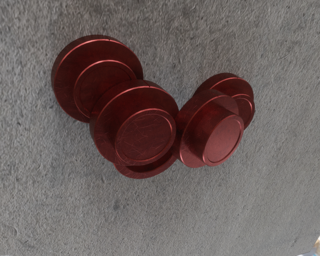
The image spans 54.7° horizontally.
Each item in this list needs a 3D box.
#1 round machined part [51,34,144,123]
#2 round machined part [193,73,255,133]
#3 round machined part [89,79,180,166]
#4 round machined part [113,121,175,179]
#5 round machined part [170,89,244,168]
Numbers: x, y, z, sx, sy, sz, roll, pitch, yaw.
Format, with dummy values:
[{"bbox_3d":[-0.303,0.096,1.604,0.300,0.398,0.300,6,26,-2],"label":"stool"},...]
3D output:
[{"bbox_3d":[-0.063,-0.047,0.334,0.099,0.042,0.097,-14,125,-21],"label":"round machined part"},{"bbox_3d":[0.093,-0.024,0.434,0.099,0.042,0.097,-14,125,-21],"label":"round machined part"},{"bbox_3d":[-0.022,0.001,0.332,0.099,0.042,0.097,-14,125,-21],"label":"round machined part"},{"bbox_3d":[-0.020,0.014,0.396,0.099,0.042,0.097,-14,125,-21],"label":"round machined part"},{"bbox_3d":[0.062,0.007,0.369,0.099,0.042,0.097,-24,131,-31],"label":"round machined part"}]
